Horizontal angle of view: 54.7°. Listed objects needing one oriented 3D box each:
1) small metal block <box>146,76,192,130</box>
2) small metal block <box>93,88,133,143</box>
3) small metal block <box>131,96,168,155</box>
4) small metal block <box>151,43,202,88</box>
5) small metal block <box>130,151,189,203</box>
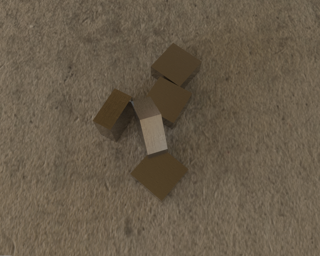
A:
[{"bbox_3d":[0.009,-0.034,0.421,0.050,0.025,0.050,29,72,10],"label":"small metal block"},{"bbox_3d":[-0.057,-0.015,0.399,0.025,0.050,0.050,27,72,10],"label":"small metal block"},{"bbox_3d":[-0.014,-0.004,0.381,0.025,0.050,0.050,-16,33,-9],"label":"small metal block"},{"bbox_3d":[0.023,-0.084,0.439,0.050,0.025,0.050,37,74,12],"label":"small metal block"},{"bbox_3d":[-0.001,0.057,0.387,0.050,0.025,0.050,39,74,12],"label":"small metal block"}]
